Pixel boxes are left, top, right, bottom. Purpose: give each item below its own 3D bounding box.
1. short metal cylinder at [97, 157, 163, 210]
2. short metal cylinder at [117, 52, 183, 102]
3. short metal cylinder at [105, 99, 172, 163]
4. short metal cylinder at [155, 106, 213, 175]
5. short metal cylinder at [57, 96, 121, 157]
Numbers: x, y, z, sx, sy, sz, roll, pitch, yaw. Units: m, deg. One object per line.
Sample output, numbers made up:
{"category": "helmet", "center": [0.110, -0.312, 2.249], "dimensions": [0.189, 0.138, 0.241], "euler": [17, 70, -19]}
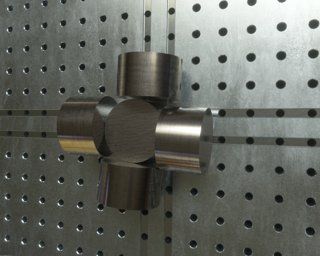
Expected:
{"category": "short metal cylinder", "center": [-0.037, 0.068, 0.395], "dimensions": [0.080, 0.080, 0.050], "euler": [7, 92, 20]}
{"category": "short metal cylinder", "center": [-0.013, -0.061, 0.387], "dimensions": [0.080, 0.080, 0.050], "euler": [3, 91, 20]}
{"category": "short metal cylinder", "center": [-0.025, 0.003, 0.409], "dimensions": [0.080, 0.050, 0.080], "euler": [0, 90, 18]}
{"category": "short metal cylinder", "center": [0.031, 0.014, 0.372], "dimensions": [0.050, 0.080, 0.079], "euler": [4, 92, 19]}
{"category": "short metal cylinder", "center": [-0.092, -0.003, 0.416], "dimensions": [0.050, 0.080, 0.079], "euler": [2, 91, 19]}
